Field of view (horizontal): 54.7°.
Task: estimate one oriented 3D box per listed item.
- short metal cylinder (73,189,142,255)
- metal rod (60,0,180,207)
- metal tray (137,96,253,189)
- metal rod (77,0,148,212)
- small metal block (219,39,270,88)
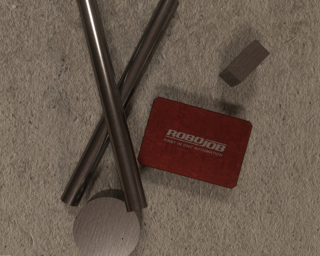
[{"bbox_3d":[-0.064,0.123,0.397,0.081,0.050,0.079,0,90,-1],"label":"short metal cylinder"},{"bbox_3d":[-0.052,-0.036,0.409,0.025,0.025,0.299,27,90,-1],"label":"metal rod"},{"bbox_3d":[0.045,0.019,0.408,0.131,0.030,0.090,15,90,-1],"label":"metal tray"},{"bbox_3d":[-0.064,-0.047,0.386,0.025,0.025,0.299,-15,81,0],"label":"metal rod"},{"bbox_3d":[0.107,-0.081,0.399,0.025,0.050,0.050,45,90,0],"label":"small metal block"}]
